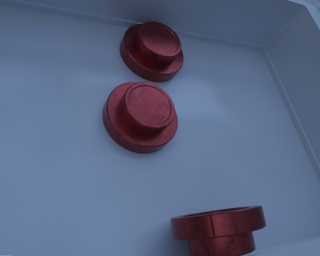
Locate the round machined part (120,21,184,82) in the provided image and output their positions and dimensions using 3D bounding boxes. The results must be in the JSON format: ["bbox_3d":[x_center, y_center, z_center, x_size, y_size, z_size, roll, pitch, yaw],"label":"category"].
[{"bbox_3d":[-0.007,-0.121,0.466,0.099,0.042,0.098,14,56,-21],"label":"round machined part"}]

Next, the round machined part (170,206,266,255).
[{"bbox_3d":[0.062,0.111,0.328,0.099,0.098,0.042,0,74,-29],"label":"round machined part"}]

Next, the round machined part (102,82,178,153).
[{"bbox_3d":[-0.020,-0.020,0.398,0.099,0.042,0.098,14,56,-21],"label":"round machined part"}]
